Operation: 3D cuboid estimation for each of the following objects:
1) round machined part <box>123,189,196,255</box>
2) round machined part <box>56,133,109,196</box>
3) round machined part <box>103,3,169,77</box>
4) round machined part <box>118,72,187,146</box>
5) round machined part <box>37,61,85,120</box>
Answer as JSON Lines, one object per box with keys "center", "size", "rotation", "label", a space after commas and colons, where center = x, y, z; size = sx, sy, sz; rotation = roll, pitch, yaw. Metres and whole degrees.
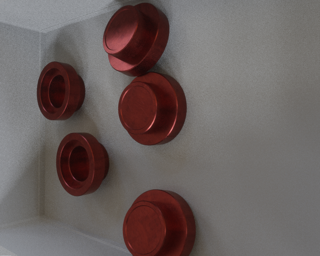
{"center": [-0.008, 0.126, 0.388], "size": [0.098, 0.042, 0.098], "rotation": [-12, 70, 36], "label": "round machined part"}
{"center": [-0.119, 0.056, 0.491], "size": [0.098, 0.042, 0.097], "rotation": [0, 90, 39], "label": "round machined part"}
{"center": [-0.038, -0.121, 0.411], "size": [0.098, 0.042, 0.098], "rotation": [-15, 66, 39], "label": "round machined part"}
{"center": [-0.017, -0.025, 0.408], "size": [0.098, 0.042, 0.097], "rotation": [0, 90, 39], "label": "round machined part"}
{"center": [-0.165, -0.062, 0.529], "size": [0.098, 0.042, 0.097], "rotation": [0, 90, 39], "label": "round machined part"}
